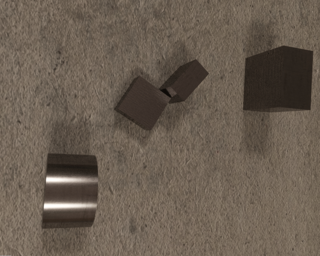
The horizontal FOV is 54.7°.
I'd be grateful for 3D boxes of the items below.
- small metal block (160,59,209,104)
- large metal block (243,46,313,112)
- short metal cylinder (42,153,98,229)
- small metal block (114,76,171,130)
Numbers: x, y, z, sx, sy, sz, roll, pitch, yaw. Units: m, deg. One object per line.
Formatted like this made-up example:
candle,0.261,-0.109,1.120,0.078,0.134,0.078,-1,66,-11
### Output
small metal block,0.029,-0.060,0.407,0.025,0.050,0.050,45,76,-15
large metal block,0.166,-0.065,0.443,0.050,0.080,0.079,3,89,-20
short metal cylinder,-0.101,0.069,0.343,0.050,0.080,0.080,5,89,-20
small metal block,-0.023,-0.031,0.402,0.050,0.025,0.050,35,79,-17
